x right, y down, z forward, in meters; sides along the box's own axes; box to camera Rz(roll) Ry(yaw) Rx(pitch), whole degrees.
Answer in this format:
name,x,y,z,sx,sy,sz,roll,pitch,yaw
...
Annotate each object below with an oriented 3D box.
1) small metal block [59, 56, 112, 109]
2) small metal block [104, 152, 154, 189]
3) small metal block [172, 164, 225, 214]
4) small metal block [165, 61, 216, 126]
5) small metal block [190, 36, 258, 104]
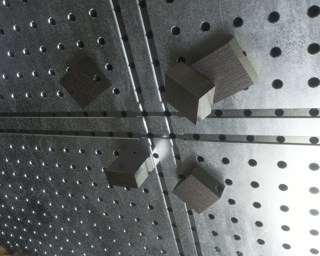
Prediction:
name,x,y,z,sx,sy,sz,roll,pitch,yaw
small metal block,-0.103,-0.062,0.428,0.050,0.025,0.050,-33,100,38
small metal block,-0.044,0.061,0.457,0.050,0.050,0.025,2,119,27
small metal block,0.054,0.087,0.437,0.050,0.025,0.050,40,129,1
small metal block,0.032,-0.038,0.350,0.050,0.025,0.050,41,158,24
small metal block,0.069,-0.062,0.337,0.050,0.025,0.050,-27,104,37
